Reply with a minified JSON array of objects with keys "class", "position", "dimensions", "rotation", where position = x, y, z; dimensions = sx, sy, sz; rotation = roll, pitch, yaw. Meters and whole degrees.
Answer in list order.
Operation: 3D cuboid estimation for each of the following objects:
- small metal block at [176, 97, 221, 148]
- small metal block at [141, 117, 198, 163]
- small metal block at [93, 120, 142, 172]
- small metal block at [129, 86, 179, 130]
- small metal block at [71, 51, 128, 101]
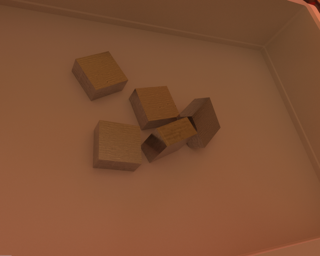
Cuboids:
[{"class":"small metal block","position":[0.054,-0.007,0.427],"dimensions":[0.050,0.025,0.050],"rotation":[-45,121,-39]},{"class":"small metal block","position":[0.010,0.015,0.387],"dimensions":[0.050,0.050,0.025],"rotation":[-21,73,-36]},{"class":"small metal block","position":[-0.051,0.022,0.366],"dimensions":[0.050,0.025,0.050],"rotation":[9,58,-24]},{"class":"small metal block","position":[-0.008,-0.028,0.420],"dimensions":[0.050,0.025,0.050],"rotation":[-10,67,-33]},{"class":"small metal block","position":[-0.079,-0.069,0.406],"dimensions":[0.050,0.025,0.050],"rotation":[-26,76,-37]}]
